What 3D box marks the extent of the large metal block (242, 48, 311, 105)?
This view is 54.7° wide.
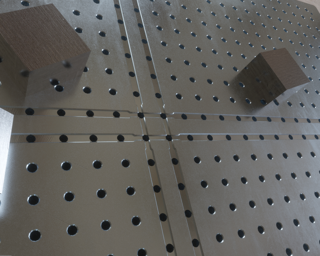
[{"bbox_3d":[0.213,-0.096,0.568,0.081,0.050,0.080,-18,72,-35],"label":"large metal block"}]

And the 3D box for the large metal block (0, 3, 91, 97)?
[{"bbox_3d":[-0.145,-0.095,0.373,0.081,0.050,0.080,-33,81,-38],"label":"large metal block"}]

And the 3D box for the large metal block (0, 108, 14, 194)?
[{"bbox_3d":[-0.180,0.013,0.262,0.080,0.050,0.080,44,34,-55],"label":"large metal block"}]
